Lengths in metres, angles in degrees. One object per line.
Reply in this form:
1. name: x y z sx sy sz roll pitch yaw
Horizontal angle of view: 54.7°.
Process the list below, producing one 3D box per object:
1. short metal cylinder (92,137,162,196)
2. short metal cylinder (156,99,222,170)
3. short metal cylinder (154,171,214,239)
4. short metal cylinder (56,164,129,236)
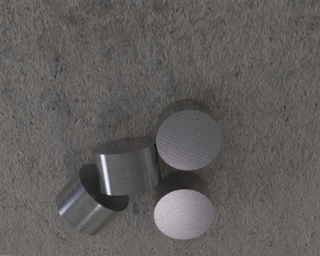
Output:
1. short metal cylinder: -0.041 0.046 0.393 0.080 0.080 0.050 -7 101 2
2. short metal cylinder: 0.035 0.007 0.399 0.081 0.050 0.079 0 110 0
3. short metal cylinder: 0.032 0.108 0.436 0.081 0.050 0.079 0 110 0
4. short metal cylinder: -0.089 0.094 0.414 0.080 0.080 0.050 39 106 -13
